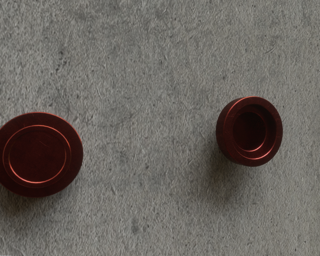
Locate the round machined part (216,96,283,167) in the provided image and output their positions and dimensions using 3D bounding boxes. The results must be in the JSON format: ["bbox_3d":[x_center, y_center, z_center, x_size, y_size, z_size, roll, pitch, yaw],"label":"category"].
[{"bbox_3d":[0.123,0.005,0.445,0.099,0.042,0.097,0,90,-20],"label":"round machined part"}]

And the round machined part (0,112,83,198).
[{"bbox_3d":[-0.137,0.030,0.350,0.099,0.042,0.097,0,90,-20],"label":"round machined part"}]
